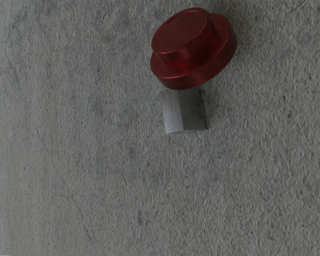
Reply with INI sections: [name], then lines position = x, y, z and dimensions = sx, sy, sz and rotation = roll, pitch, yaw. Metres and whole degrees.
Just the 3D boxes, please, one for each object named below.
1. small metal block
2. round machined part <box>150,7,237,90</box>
[small metal block]
position = 0.029, -0.020, 0.365
dimensions = 0.025, 0.050, 0.050
rotation = -14, 81, 39
[round machined part]
position = 0.030, -0.093, 0.339
dimensions = 0.098, 0.042, 0.098
rotation = -21, 45, 23
